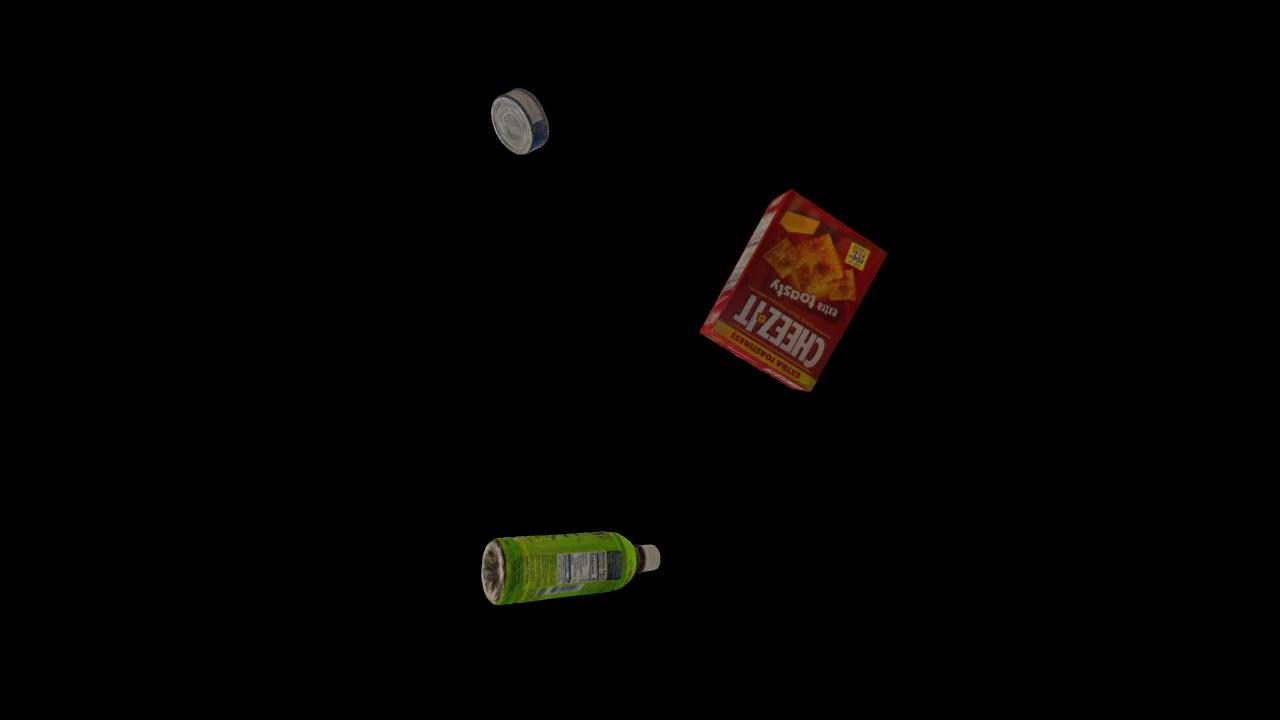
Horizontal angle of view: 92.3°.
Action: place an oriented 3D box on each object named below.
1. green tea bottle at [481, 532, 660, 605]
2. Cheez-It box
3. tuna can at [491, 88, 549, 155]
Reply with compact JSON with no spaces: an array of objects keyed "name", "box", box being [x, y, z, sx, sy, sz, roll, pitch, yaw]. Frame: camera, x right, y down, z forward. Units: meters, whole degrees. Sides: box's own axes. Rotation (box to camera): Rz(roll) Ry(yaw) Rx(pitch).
[{"name":"green tea bottle","box":[-0.070,0.235,0.705,0.212,0.073,0.073,9,-5,-32]},{"name":"Cheez-It box","box":[0.207,-0.092,0.841,0.166,0.223,0.071,31,-4,-9]},{"name":"tuna can","box":[-0.170,-0.333,0.865,0.084,0.084,0.034,0,34,47]}]
